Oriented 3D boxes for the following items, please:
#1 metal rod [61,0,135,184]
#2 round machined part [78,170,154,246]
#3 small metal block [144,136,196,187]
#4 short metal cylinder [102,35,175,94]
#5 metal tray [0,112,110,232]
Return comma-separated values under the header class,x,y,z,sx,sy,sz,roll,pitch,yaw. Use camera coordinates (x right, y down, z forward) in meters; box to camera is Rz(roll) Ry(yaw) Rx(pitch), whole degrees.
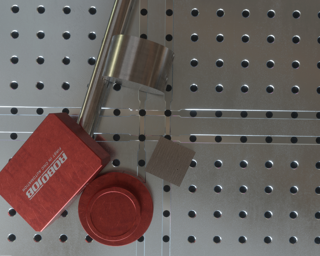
class,x,y,z,sx,sy,sz,roll,pitch,yaw
metal rod,-0.079,-0.065,0.412,0.025,0.025,0.298,17,90,-1
round machined part,-0.058,0.106,0.404,0.099,0.042,0.097,0,90,-1
small metal block,0.013,0.043,0.414,0.050,0.025,0.050,25,90,-1
short metal cylinder,-0.027,-0.077,0.386,0.080,0.080,0.050,15,90,-1
metal tray,-0.138,0.055,0.393,0.090,0.030,0.130,44,100,4
